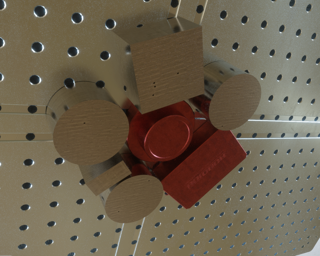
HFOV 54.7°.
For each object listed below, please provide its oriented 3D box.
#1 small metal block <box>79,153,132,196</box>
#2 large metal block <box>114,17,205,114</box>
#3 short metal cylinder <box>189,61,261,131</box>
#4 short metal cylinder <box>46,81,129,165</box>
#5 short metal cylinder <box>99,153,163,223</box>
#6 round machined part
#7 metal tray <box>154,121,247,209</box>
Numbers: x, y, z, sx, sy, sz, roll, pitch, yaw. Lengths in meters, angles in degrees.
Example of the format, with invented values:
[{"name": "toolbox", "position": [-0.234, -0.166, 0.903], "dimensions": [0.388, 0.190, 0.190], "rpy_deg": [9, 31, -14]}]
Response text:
[{"name": "small metal block", "position": [-0.070, 0.048, 0.385], "dimensions": [0.050, 0.050, 0.025], "rpy_deg": [-33, 129, -7]}, {"name": "large metal block", "position": [0.001, -0.072, 0.351], "dimensions": [0.081, 0.050, 0.079], "rpy_deg": [-20, 126, -17]}, {"name": "short metal cylinder", "position": [0.086, -0.043, 0.414], "dimensions": [0.081, 0.050, 0.079], "rpy_deg": [-14, 124, -21]}, {"name": "short metal cylinder", "position": [-0.081, -0.005, 0.346], "dimensions": [0.081, 0.050, 0.079], "rpy_deg": [-14, 124, -21]}, {"name": "short metal cylinder", "position": [-0.042, 0.081, 0.421], "dimensions": [0.081, 0.050, 0.079], "rpy_deg": [-14, 124, -21]}, {"name": "round machined part", "position": [0.003, 0.004, 0.404], "dimensions": [0.099, 0.042, 0.097], "rpy_deg": [-14, 124, -21]}, {"name": "metal tray", "position": [0.062, 0.055, 0.475], "dimensions": [0.130, 0.030, 0.090], "rpy_deg": [-42, 129, 0]}]
